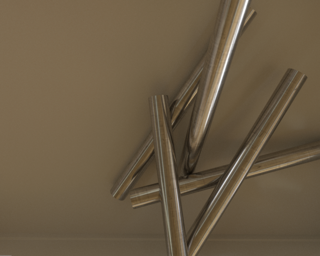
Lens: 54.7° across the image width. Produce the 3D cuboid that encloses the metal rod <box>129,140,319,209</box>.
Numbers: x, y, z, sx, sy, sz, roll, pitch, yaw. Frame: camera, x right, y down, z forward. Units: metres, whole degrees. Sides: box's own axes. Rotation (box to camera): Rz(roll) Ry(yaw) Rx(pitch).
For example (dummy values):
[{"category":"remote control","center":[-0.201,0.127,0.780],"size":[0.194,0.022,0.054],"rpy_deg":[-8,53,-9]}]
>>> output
[{"category":"metal rod","center":[0.109,0.056,0.410],"size":[0.302,0.025,0.025],"rpy_deg":[-14,110,-5]}]

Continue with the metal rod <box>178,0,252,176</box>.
[{"category":"metal rod","center":[0.051,-0.029,0.336],"size":[0.025,0.025,0.298],"rpy_deg":[6,135,-3]}]

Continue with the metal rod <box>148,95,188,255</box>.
[{"category":"metal rod","center":[0.016,0.109,0.373],"size":[0.025,0.025,0.298],"rpy_deg":[-7,85,2]}]

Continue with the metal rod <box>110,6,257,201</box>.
[{"category":"metal rod","center":[0.021,-0.022,0.403],"size":[0.025,0.025,0.299],"rpy_deg":[31,107,-11]}]

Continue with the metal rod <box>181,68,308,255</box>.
[{"category":"metal rod","center":[0.089,0.064,0.382],"size":[0.025,0.025,0.299],"rpy_deg":[29,95,-11]}]
